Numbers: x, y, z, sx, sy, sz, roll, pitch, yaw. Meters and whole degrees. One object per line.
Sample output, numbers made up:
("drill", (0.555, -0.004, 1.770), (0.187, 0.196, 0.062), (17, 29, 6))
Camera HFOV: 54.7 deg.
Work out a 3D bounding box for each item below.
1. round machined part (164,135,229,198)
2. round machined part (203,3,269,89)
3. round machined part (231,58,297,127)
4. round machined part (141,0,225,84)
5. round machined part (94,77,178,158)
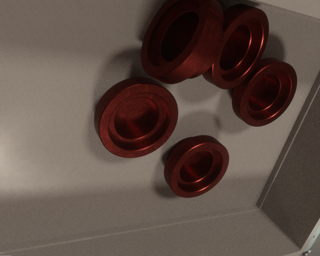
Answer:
("round machined part", (0.049, 0.052, 0.459), (0.099, 0.042, 0.097), (-14, 125, -21))
("round machined part", (0.082, -0.099, 0.372), (0.099, 0.042, 0.097), (-28, 138, -29))
("round machined part", (0.143, -0.054, 0.445), (0.099, 0.042, 0.097), (-14, 125, -21))
("round machined part", (0.027, -0.090, 0.322), (0.042, 0.098, 0.098), (23, 106, -37))
("round machined part", (-0.031, -0.016, 0.372), (0.099, 0.042, 0.097), (-14, 125, -21))
